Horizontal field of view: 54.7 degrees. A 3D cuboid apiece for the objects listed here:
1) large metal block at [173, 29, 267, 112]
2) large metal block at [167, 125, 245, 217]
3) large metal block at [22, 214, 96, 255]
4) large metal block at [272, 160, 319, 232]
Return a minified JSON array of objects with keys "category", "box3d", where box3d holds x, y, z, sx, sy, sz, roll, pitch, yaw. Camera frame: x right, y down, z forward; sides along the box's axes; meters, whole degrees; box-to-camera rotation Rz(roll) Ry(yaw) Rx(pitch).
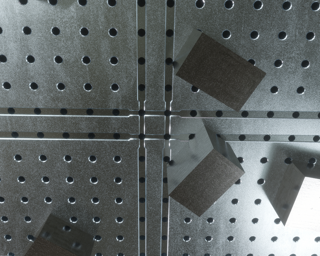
[{"category":"large metal block","box3d":[0.064,-0.070,0.359,0.080,0.080,0.050,29,107,-11]},{"category":"large metal block","box3d":[0.055,0.053,0.404,0.050,0.080,0.080,38,106,-13]},{"category":"large metal block","box3d":[-0.158,0.191,0.469,0.080,0.050,0.080,33,106,-12]},{"category":"large metal block","box3d":[0.219,0.098,0.439,0.081,0.050,0.079,11,110,-5]}]
